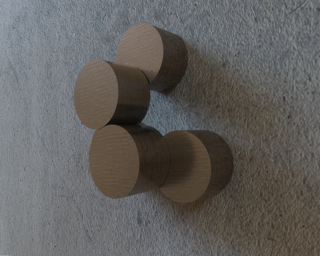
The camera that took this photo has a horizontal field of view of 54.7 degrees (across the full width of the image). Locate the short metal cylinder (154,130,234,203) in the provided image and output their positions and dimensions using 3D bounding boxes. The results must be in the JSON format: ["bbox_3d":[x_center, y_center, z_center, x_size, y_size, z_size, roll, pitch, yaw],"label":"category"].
[{"bbox_3d":[0.037,0.042,0.359,0.080,0.050,0.080,0,90,40],"label":"short metal cylinder"}]

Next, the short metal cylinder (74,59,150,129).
[{"bbox_3d":[-0.058,-0.038,0.372,0.080,0.050,0.080,0,90,40],"label":"short metal cylinder"}]

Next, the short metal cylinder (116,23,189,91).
[{"bbox_3d":[-0.011,-0.088,0.399,0.080,0.050,0.080,0,90,40],"label":"short metal cylinder"}]

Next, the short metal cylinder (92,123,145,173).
[{"bbox_3d":[-0.051,0.030,0.432,0.080,0.050,0.080,0,90,40],"label":"short metal cylinder"}]

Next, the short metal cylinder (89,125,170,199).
[{"bbox_3d":[-0.035,0.036,0.353,0.080,0.050,0.080,0,90,39],"label":"short metal cylinder"}]
